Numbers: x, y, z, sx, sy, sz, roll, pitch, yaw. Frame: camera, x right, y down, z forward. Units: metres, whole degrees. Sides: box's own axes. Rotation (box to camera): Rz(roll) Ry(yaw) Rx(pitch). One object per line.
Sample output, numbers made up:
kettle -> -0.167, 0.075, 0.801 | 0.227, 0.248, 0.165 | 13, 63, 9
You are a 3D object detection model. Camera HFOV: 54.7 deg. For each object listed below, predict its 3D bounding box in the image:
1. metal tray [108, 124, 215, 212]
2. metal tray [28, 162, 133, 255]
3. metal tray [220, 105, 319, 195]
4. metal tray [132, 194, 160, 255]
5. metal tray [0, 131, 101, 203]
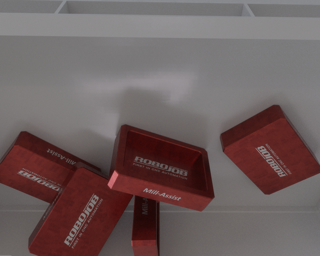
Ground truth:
metal tray -> 0.003, 0.051, 0.409 | 0.131, 0.090, 0.030 | 18, 128, -15
metal tray -> -0.109, 0.125, 0.435 | 0.090, 0.030, 0.130 | 33, 85, -22
metal tray -> 0.158, 0.036, 0.438 | 0.090, 0.030, 0.130 | -32, 124, 24
metal tray -> -0.018, 0.132, 0.452 | 0.030, 0.130, 0.089 | -2, 130, 2
metal tray -> -0.167, 0.069, 0.463 | 0.130, 0.030, 0.090 | 32, 123, -25
